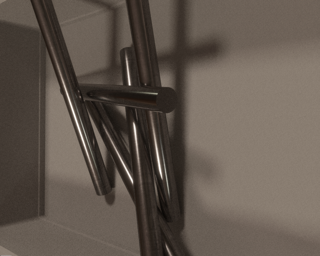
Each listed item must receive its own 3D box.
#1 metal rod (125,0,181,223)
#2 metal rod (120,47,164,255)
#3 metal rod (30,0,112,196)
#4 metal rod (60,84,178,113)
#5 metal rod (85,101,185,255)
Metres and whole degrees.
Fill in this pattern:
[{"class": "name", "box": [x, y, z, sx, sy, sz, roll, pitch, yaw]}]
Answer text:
[{"class": "metal rod", "box": [-0.008, -0.030, 0.365, 0.025, 0.025, 0.298, 1, 105, 40]}, {"class": "metal rod", "box": [-0.025, 0.028, 0.385, 0.025, 0.025, 0.299, -26, 61, 36]}, {"class": "metal rod", "box": [-0.120, -0.040, 0.431, 0.025, 0.025, 0.298, 2, 114, 40]}, {"class": "metal rod", "box": [-0.077, -0.046, 0.416, 0.300, 0.025, 0.025, 13, 99, 55]}, {"class": "metal rod", "box": [-0.039, 0.064, 0.415, 0.025, 0.025, 0.300, -52, 54, 27]}]
